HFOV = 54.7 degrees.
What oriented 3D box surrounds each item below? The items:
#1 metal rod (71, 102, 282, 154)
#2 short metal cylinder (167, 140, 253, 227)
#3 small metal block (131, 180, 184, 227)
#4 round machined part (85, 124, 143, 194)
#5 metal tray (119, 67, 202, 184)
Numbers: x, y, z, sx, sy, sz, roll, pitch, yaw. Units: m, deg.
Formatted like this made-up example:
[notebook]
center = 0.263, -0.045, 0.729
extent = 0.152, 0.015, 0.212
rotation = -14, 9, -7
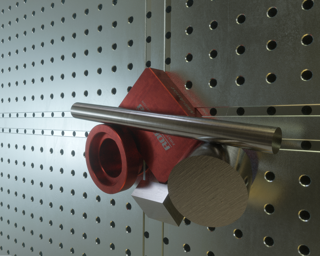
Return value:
[metal rod]
center = -0.009, -0.007, 0.374
extent = 0.300, 0.025, 0.025
rotation = 9, 96, 39
[short metal cylinder]
center = 0.054, 0.056, 0.327
extent = 0.080, 0.050, 0.079
rotation = 7, 111, 19
[small metal block]
center = 0.000, 0.094, 0.390
extent = 0.050, 0.025, 0.050
rotation = 3, 136, 39
[round machined part]
center = -0.062, 0.041, 0.440
extent = 0.098, 0.042, 0.097
rotation = 8, 102, 44
[metal tray]
center = 0.002, -0.004, 0.404
extent = 0.090, 0.030, 0.130
rotation = -51, 61, 27
